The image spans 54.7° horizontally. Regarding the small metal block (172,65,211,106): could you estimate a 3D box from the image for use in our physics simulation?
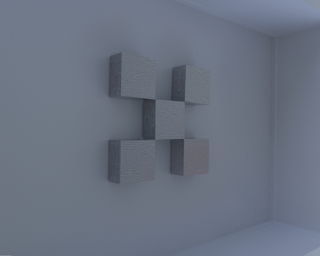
[{"bbox_3d":[0.045,-0.059,0.441,0.050,0.025,0.050,3,88,-40],"label":"small metal block"}]

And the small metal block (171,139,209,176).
[{"bbox_3d":[0.043,0.040,0.440,0.050,0.025,0.050,2,89,-40],"label":"small metal block"}]

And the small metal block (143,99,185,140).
[{"bbox_3d":[0.006,-0.010,0.408,0.050,0.025,0.050,1,90,-40],"label":"small metal block"}]

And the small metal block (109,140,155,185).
[{"bbox_3d":[-0.034,0.039,0.376,0.050,0.025,0.050,1,90,-40],"label":"small metal block"}]

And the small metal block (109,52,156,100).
[{"bbox_3d":[-0.033,-0.061,0.376,0.050,0.025,0.050,2,89,-40],"label":"small metal block"}]
